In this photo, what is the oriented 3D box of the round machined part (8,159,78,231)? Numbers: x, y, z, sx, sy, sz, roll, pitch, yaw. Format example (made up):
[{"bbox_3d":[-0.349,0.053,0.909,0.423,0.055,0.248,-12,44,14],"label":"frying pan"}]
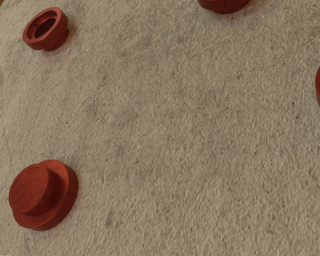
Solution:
[{"bbox_3d":[-0.166,0.088,0.427,0.098,0.042,0.098,-13,56,21],"label":"round machined part"}]

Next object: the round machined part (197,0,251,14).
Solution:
[{"bbox_3d":[0.103,-0.213,0.469,0.098,0.042,0.098,-13,56,21],"label":"round machined part"}]

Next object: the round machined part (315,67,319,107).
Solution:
[{"bbox_3d":[0.209,-0.038,0.306,0.098,0.042,0.098,-13,56,21],"label":"round machined part"}]

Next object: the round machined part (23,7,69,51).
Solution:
[{"bbox_3d":[-0.227,-0.196,0.633,0.098,0.042,0.098,-13,56,21],"label":"round machined part"}]
